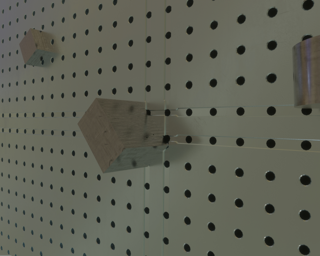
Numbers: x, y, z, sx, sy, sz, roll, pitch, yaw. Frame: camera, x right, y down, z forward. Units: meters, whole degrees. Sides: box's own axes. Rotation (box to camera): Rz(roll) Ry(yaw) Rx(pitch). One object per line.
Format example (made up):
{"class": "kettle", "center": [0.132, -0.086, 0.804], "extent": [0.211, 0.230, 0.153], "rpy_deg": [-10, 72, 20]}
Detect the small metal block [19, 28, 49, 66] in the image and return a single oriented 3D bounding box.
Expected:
{"class": "small metal block", "center": [-0.249, -0.159, 0.611], "extent": [0.050, 0.025, 0.050], "rpy_deg": [-35, 69, 34]}

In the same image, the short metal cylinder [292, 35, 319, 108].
{"class": "short metal cylinder", "center": [0.151, -0.044, 0.249], "extent": [0.080, 0.081, 0.050], "rpy_deg": [-2, 89, 39]}

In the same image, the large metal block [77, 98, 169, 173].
{"class": "large metal block", "center": [-0.049, 0.009, 0.412], "extent": [0.050, 0.081, 0.080], "rpy_deg": [-48, 62, 29]}
